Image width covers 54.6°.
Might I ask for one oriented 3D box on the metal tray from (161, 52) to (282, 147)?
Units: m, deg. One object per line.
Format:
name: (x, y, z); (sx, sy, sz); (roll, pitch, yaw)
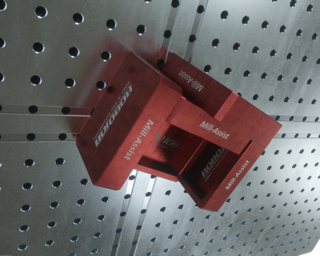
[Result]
metal tray: (0.065, -0.035, 0.355); (0.090, 0.130, 0.030); (24, 105, -37)

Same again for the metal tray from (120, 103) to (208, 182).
metal tray: (-0.002, 0.017, 0.416); (0.131, 0.030, 0.090); (24, 106, -37)

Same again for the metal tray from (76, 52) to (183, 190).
metal tray: (-0.040, -0.009, 0.340); (0.030, 0.090, 0.129); (24, 105, -37)

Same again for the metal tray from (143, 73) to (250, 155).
metal tray: (0.043, -0.019, 0.379); (0.131, 0.090, 0.030); (23, 106, -37)

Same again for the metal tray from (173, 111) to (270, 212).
metal tray: (0.081, 0.040, 0.436); (0.030, 0.090, 0.129); (24, 105, -37)
